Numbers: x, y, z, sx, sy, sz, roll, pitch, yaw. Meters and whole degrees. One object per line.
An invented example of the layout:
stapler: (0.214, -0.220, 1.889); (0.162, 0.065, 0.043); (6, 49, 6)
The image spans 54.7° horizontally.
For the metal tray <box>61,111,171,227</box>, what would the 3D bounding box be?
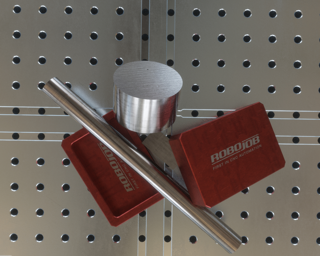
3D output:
metal tray: (-0.055, 0.050, 0.406); (0.090, 0.030, 0.130); (-32, 90, 0)

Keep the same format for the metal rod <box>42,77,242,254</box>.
metal rod: (-0.021, 0.046, 0.379); (0.300, 0.025, 0.025); (41, 90, -1)

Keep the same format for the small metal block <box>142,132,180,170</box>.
small metal block: (0.005, 0.025, 0.396); (0.050, 0.050, 0.025); (41, 90, 0)

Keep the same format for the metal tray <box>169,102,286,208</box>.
metal tray: (0.086, 0.030, 0.382); (0.131, 0.030, 0.090); (-21, 90, -25)

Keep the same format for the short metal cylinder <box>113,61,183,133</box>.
short metal cylinder: (-0.016, -0.039, 0.376); (0.080, 0.080, 0.050); (8, 132, 0)
